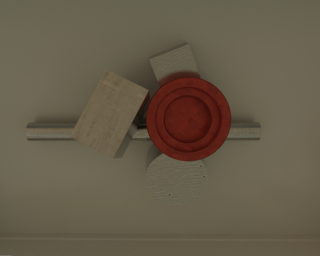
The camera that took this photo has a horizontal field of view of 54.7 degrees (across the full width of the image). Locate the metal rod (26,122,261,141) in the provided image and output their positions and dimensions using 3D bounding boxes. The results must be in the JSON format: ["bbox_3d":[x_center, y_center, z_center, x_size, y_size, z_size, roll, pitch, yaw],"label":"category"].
[{"bbox_3d":[-0.020,0.005,0.410,0.302,0.025,0.025,0,110,-1],"label":"metal rod"}]

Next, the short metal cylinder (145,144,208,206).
[{"bbox_3d":[0.021,0.056,0.417,0.081,0.050,0.079,0,110,-1],"label":"short metal cylinder"}]

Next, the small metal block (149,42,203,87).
[{"bbox_3d":[0.019,-0.072,0.384,0.050,0.025,0.050,-20,109,6],"label":"small metal block"}]

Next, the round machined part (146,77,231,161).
[{"bbox_3d":[0.033,-0.011,0.377,0.099,0.042,0.097,0,93,0],"label":"round machined part"}]

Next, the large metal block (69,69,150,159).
[{"bbox_3d":[-0.052,-0.012,0.360,0.050,0.080,0.080,27,85,2],"label":"large metal block"}]
